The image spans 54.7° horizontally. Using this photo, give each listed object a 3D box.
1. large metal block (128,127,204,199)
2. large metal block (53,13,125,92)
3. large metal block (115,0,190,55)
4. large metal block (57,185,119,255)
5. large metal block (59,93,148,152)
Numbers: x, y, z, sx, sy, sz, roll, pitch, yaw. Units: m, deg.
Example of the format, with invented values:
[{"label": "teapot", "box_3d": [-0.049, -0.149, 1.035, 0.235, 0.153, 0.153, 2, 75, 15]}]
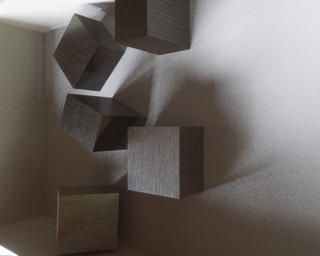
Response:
[{"label": "large metal block", "box_3d": [0.006, 0.038, 0.384, 0.080, 0.050, 0.079, 0, 90, 39]}, {"label": "large metal block", "box_3d": [-0.112, -0.115, 0.480, 0.080, 0.050, 0.080, -51, 61, 27]}, {"label": "large metal block", "box_3d": [-0.007, -0.139, 0.375, 0.050, 0.081, 0.079, 0, 90, 40]}, {"label": "large metal block", "box_3d": [-0.105, 0.128, 0.446, 0.050, 0.081, 0.079, -170, 83, -71]}, {"label": "large metal block", "box_3d": [-0.079, -0.009, 0.434, 0.080, 0.081, 0.050, 29, 108, 36]}]
